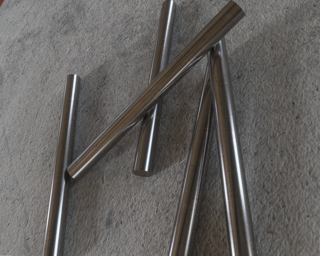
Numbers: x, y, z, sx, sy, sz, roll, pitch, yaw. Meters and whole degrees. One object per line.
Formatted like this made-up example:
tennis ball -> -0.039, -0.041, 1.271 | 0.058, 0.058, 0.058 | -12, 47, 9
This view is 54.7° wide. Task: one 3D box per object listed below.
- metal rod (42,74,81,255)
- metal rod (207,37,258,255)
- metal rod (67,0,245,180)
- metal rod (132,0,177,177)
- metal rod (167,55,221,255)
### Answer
metal rod -> -0.140, 0.041, 0.452 | 0.025, 0.025, 0.299 | -17, 55, 18
metal rod -> 0.075, 0.018, 0.336 | 0.025, 0.025, 0.299 | -13, 61, 21
metal rod -> -0.013, -0.039, 0.396 | 0.299, 0.025, 0.025 | -44, 50, 13
metal rod -> -0.003, -0.075, 0.451 | 0.025, 0.025, 0.300 | -6, 59, 25
metal rod -> 0.044, 0.038, 0.357 | 0.025, 0.025, 0.300 | 0, 62, 28
